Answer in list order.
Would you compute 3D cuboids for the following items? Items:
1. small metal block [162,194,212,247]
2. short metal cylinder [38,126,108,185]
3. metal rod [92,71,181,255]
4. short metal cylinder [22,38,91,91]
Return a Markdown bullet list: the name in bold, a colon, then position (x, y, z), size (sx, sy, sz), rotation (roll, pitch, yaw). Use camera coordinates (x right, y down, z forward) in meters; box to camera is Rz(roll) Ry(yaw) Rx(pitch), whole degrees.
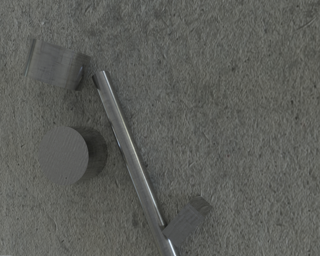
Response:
- **small metal block**: position (0.035, 0.113, 0.383), size (0.025, 0.050, 0.050), rotation (42, 103, 15)
- **short metal cylinder**: position (-0.122, 0.037, 0.439), size (0.080, 0.050, 0.079), rotation (0, 90, 20)
- **metal rod**: position (-0.029, 0.062, 0.419), size (0.025, 0.025, 0.299), rotation (-25, 82, 18)
- **short metal cylinder**: position (-0.142, -0.087, 0.430), size (0.080, 0.080, 0.050), rotation (19, 97, 19)
